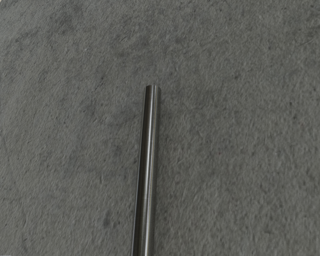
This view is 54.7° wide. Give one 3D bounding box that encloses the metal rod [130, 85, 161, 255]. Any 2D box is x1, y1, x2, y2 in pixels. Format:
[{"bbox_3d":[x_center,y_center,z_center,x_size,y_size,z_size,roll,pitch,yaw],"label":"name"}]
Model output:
[{"bbox_3d":[-0.017,0.076,0.364,0.025,0.025,0.299,-11,57,22],"label":"metal rod"}]
